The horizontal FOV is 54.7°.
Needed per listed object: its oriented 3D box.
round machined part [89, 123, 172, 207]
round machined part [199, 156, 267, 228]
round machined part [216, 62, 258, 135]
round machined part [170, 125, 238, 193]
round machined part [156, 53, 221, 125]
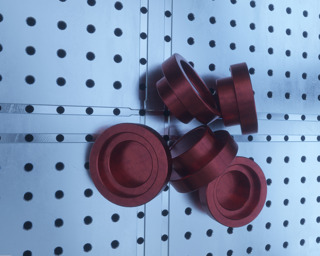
[{"bbox_3d":[-0.032,0.042,0.376,0.098,0.042,0.097,0,90,18],"label":"round machined part"},{"bbox_3d":[0.100,0.087,0.442,0.099,0.042,0.097,0,90,-21],"label":"round machined part"},{"bbox_3d":[0.103,-0.037,0.423,0.042,0.098,0.097,-10,94,14],"label":"round machined part"},{"bbox_3d":[0.046,0.033,0.392,0.098,0.098,0.042,-41,101,-15],"label":"round machined part"},{"bbox_3d":[0.033,-0.044,0.397,0.042,0.098,0.098,-36,105,20],"label":"round machined part"}]
